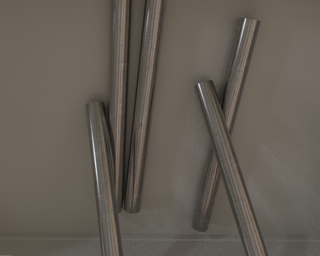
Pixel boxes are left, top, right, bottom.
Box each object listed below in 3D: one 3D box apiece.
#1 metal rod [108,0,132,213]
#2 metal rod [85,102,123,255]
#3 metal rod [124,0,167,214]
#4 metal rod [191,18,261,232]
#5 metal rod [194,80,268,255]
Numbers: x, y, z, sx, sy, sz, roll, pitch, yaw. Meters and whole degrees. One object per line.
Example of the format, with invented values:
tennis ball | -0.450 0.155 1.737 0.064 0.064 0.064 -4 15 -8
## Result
metal rod | -0.055 -0.021 0.402 0.025 0.025 0.298 4 110 -2
metal rod | -0.063 0.115 0.377 0.025 0.025 0.298 -9 81 3
metal rod | -0.022 -0.021 0.403 0.025 0.025 0.298 7 110 -3
metal rod | 0.083 0.010 0.415 0.025 0.025 0.298 8 110 -3
metal rod | 0.097 0.086 0.378 0.025 0.025 0.299 -17 84 6
